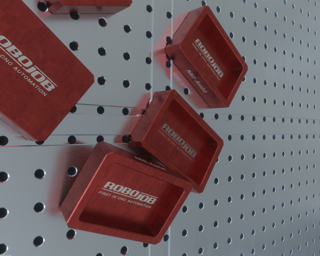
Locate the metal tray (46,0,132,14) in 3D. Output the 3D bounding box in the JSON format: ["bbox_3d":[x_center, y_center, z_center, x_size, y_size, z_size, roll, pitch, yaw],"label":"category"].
[{"bbox_3d":[-0.086,-0.193,0.332,0.091,0.030,0.129,-18,101,-38],"label":"metal tray"}]

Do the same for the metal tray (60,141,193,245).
[{"bbox_3d":[-0.033,0.079,0.356,0.131,0.030,0.090,28,94,-37],"label":"metal tray"}]

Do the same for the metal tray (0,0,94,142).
[{"bbox_3d":[-0.137,-0.060,0.290,0.130,0.030,0.090,47,62,-30],"label":"metal tray"}]

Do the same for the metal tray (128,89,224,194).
[{"bbox_3d":[0.028,0.021,0.427,0.130,0.030,0.090,42,65,-32],"label":"metal tray"}]

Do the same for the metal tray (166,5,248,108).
[{"bbox_3d":[0.075,-0.103,0.467,0.130,0.030,0.090,45,63,-31],"label":"metal tray"}]
